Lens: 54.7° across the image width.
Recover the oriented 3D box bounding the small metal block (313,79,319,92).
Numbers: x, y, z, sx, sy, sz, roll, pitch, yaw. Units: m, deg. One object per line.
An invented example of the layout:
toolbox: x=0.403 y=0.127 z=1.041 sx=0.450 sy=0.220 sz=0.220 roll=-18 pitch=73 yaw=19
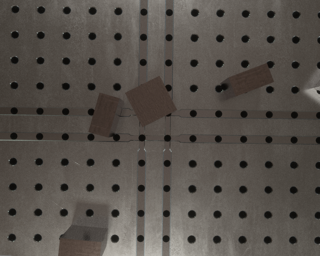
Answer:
small metal block: x=0.248 y=-0.061 z=0.417 sx=0.050 sy=0.025 sz=0.050 roll=36 pitch=90 yaw=-1

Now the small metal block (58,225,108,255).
small metal block: x=-0.097 y=0.148 z=0.400 sx=0.050 sy=0.050 sz=0.025 roll=6 pitch=90 yaw=-1

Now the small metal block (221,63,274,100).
small metal block: x=0.111 y=-0.059 z=0.402 sx=0.050 sy=0.050 sz=0.025 roll=-21 pitch=90 yaw=0

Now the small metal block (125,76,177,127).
small metal block: x=-0.012 y=-0.035 z=0.413 sx=0.050 sy=0.025 sz=0.050 roll=-27 pitch=90 yaw=-1

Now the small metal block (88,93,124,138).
small metal block: x=-0.068 y=-0.016 z=0.400 sx=0.025 sy=0.050 sz=0.050 roll=16 pitch=90 yaw=0
